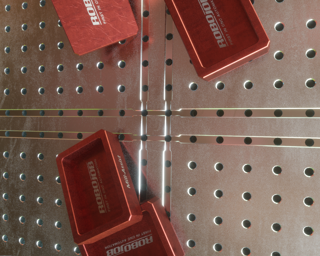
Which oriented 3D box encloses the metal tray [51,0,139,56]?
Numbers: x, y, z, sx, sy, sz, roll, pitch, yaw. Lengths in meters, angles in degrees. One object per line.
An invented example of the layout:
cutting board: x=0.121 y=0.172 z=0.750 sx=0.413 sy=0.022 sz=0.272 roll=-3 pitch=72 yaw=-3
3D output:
metal tray: x=-0.092 y=-0.170 z=0.403 sx=0.090 sy=0.030 sz=0.129 roll=-22 pitch=104 yaw=-3

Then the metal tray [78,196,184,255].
metal tray: x=-0.044 y=0.160 z=0.424 sx=0.130 sy=0.030 sz=0.090 roll=-27 pitch=82 yaw=17

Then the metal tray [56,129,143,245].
metal tray: x=-0.085 y=0.078 z=0.419 sx=0.090 sy=0.030 sz=0.130 roll=-29 pitch=64 yaw=16

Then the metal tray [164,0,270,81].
metal tray: x=0.067 y=-0.136 z=0.385 sx=0.090 sy=0.030 sz=0.129 roll=-25 pitch=82 yaw=18
